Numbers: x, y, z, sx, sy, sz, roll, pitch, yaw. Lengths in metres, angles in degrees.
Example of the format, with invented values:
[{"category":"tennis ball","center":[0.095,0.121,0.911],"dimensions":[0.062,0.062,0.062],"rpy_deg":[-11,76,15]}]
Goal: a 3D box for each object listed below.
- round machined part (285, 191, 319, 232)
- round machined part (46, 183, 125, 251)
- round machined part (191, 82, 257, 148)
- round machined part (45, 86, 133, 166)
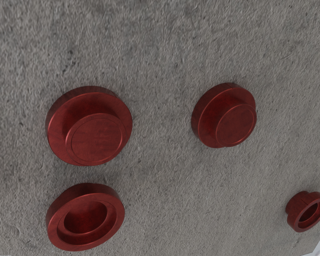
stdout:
[{"category":"round machined part","center":[0.316,0.177,0.678],"dimensions":[0.099,0.042,0.097],"rpy_deg":[-14,124,-21]},{"category":"round machined part","center":[-0.100,0.112,0.410],"dimensions":[0.099,0.042,0.097],"rpy_deg":[-14,124,-21]},{"category":"round machined part","center":[0.097,-0.012,0.441],"dimensions":[0.099,0.042,0.097],"rpy_deg":[-14,124,-21]},{"category":"round machined part","center":[-0.077,0.004,0.356],"dimensions":[0.099,0.042,0.097],"rpy_deg":[-14,124,-21]}]
